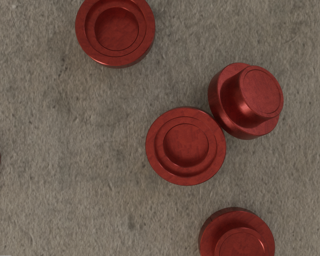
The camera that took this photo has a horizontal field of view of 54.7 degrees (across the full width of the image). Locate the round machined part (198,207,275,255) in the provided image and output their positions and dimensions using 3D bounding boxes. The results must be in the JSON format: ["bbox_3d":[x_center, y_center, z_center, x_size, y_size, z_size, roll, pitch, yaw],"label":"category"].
[{"bbox_3d":[0.101,0.157,0.403,0.099,0.042,0.097,0,90,-1],"label":"round machined part"}]

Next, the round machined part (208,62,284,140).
[{"bbox_3d":[0.112,-0.037,0.381,0.099,0.042,0.098,9,68,-24],"label":"round machined part"}]

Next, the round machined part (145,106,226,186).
[{"bbox_3d":[0.034,0.020,0.395,0.098,0.042,0.097,1,99,9],"label":"round machined part"}]

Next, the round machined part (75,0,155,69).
[{"bbox_3d":[-0.055,-0.125,0.401,0.099,0.042,0.097,0,90,-1],"label":"round machined part"}]
